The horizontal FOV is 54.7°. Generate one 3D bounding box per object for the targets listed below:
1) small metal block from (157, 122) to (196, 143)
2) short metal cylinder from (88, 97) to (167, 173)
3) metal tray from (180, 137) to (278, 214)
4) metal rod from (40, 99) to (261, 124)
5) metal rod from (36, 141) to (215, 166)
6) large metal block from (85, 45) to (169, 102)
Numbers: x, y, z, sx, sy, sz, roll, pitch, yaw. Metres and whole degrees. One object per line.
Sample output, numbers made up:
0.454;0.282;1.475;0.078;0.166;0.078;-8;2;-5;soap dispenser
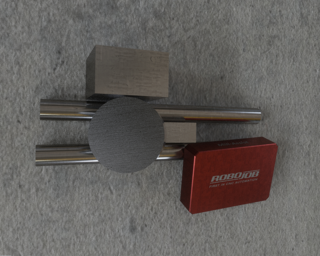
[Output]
0.013;0.005;0.402;0.050;0.050;0.025;1;90;-20;small metal block
-0.034;0.008;0.347;0.080;0.050;0.079;0;88;3;short metal cylinder
0.096;0.063;0.430;0.131;0.030;0.089;-4;109;-22;metal tray
0.003;-0.020;0.412;0.303;0.025;0.025;1;90;-21;metal rod
-0.002;0.031;0.411;0.303;0.025;0.025;0;90;-21;metal rod
-0.042;-0.060;0.367;0.081;0.080;0.050;1;90;-20;large metal block
